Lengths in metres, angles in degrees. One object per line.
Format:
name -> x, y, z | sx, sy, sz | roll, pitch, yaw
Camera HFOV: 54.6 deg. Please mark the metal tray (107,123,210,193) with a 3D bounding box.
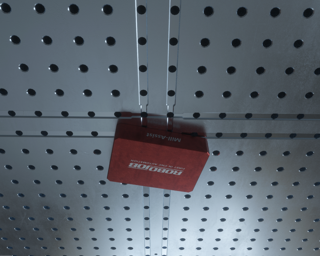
metal tray -> -0.005, 0.046, 0.447 | 0.131, 0.030, 0.089 | 10, 130, -9
